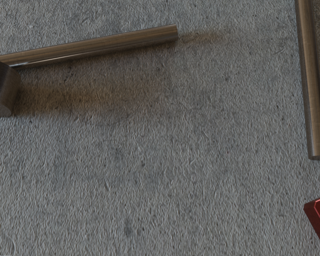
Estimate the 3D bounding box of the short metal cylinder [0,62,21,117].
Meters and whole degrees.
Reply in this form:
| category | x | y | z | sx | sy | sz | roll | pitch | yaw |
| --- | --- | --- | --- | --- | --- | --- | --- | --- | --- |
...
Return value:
| category | x | y | z | sx | sy | sz | roll | pitch | yaw |
| --- | --- | --- | --- | --- | --- | --- | --- | --- | --- |
| short metal cylinder | -0.226 | -0.052 | 0.395 | 0.080 | 0.080 | 0.050 | 6 | 70 | 2 |

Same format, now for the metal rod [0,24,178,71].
| category | x | y | z | sx | sy | sz | roll | pitch | yaw |
| --- | --- | --- | --- | --- | --- | --- | --- | --- | --- |
| metal rod | -0.123 | -0.112 | 0.447 | 0.302 | 0.025 | 0.025 | -12 | 71 | -5 |

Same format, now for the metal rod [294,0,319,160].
| category | x | y | z | sx | sy | sz | roll | pitch | yaw |
| --- | --- | --- | --- | --- | --- | --- | --- | --- | --- |
| metal rod | 0.215 | -0.102 | 0.447 | 0.025 | 0.025 | 0.299 | 4 | 70 | 1 |

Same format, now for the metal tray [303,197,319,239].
| category | x | y | z | sx | sy | sz | roll | pitch | yaw |
| --- | --- | --- | --- | --- | --- | --- | --- | --- | --- |
| metal tray | 0.243 | 0.133 | 0.359 | 0.091 | 0.030 | 0.130 | -20 | 71 | -8 |
